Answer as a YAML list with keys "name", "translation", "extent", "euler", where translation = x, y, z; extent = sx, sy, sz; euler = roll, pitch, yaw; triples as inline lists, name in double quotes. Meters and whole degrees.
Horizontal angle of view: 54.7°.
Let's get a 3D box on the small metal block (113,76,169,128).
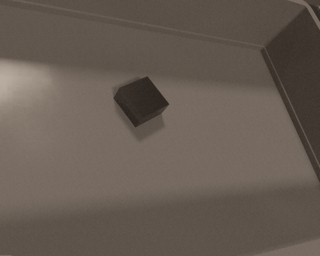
- name: "small metal block"
  translation: [-0.025, -0.036, 0.416]
  extent: [0.050, 0.025, 0.050]
  euler: [-30, 79, -38]
